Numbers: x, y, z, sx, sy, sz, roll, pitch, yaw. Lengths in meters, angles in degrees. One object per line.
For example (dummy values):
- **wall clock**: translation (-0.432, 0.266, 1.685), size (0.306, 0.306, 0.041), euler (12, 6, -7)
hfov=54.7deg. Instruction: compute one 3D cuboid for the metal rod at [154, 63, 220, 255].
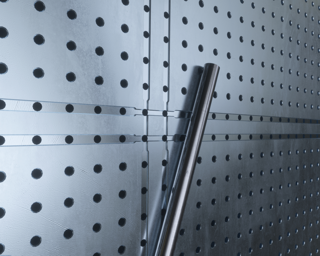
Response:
- **metal rod**: translation (0.041, 0.046, 0.445), size (0.025, 0.025, 0.299), euler (26, 74, -38)
